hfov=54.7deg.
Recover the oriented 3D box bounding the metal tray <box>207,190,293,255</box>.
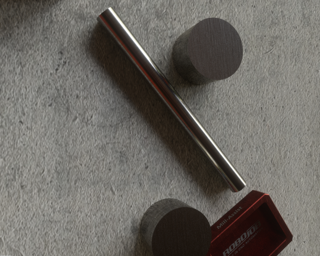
[{"bbox_3d":[0.123,0.165,0.452,0.131,0.030,0.090,-35,102,-17],"label":"metal tray"}]

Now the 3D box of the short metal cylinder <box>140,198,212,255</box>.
[{"bbox_3d":[0.019,0.137,0.403,0.081,0.050,0.080,0,90,-20],"label":"short metal cylinder"}]

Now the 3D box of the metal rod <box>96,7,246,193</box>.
[{"bbox_3d":[0.023,-0.028,0.417,0.025,0.025,0.300,-43,104,-15],"label":"metal rod"}]

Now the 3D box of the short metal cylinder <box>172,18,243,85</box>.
[{"bbox_3d":[0.064,-0.101,0.419,0.081,0.050,0.080,0,90,-20],"label":"short metal cylinder"}]
